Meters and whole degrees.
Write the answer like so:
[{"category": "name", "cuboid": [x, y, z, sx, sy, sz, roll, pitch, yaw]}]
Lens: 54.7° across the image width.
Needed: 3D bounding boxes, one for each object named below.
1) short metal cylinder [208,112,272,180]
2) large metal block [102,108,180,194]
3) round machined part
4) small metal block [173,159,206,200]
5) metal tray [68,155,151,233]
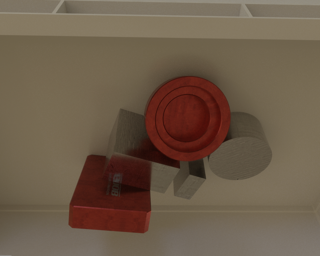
[{"category": "short metal cylinder", "cuboid": [0.103, 0.025, 0.416, 0.081, 0.050, 0.079, 0, 130, 0]}, {"category": "large metal block", "cuboid": [-0.023, 0.029, 0.397, 0.081, 0.080, 0.050, 16, 128, -14]}, {"category": "round machined part", "cuboid": [0.030, -0.013, 0.369, 0.099, 0.042, 0.097, -1, 100, -8]}, {"category": "small metal block", "cuboid": [0.041, 0.067, 0.451, 0.025, 0.050, 0.050, 18, 128, -15]}, {"category": "metal tray", "cuboid": [-0.060, 0.080, 0.406, 0.091, 0.130, 0.030, 7, 110, -6]}]
